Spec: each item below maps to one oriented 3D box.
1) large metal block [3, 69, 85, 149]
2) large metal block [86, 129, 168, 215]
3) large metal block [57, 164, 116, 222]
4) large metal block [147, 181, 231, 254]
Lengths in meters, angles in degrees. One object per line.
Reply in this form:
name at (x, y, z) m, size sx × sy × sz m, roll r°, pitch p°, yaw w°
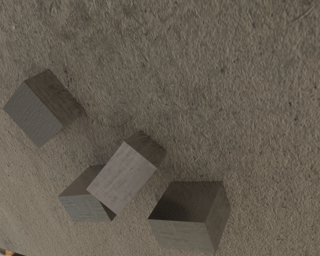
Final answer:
large metal block at (-0.174, -0.028, 0.466) m, size 0.080 × 0.050 × 0.080 m, roll -33°, pitch 100°, yaw 38°
large metal block at (-0.040, 0.054, 0.409) m, size 0.050 × 0.080 × 0.080 m, roll 39°, pitch 104°, yaw 1°
large metal block at (-0.095, 0.099, 0.482) m, size 0.080 × 0.080 × 0.050 m, roll -12°, pitch 112°, yaw 33°
large metal block at (0.043, 0.117, 0.421) m, size 0.080 × 0.080 × 0.050 m, roll -6°, pitch 115°, yaw 31°
